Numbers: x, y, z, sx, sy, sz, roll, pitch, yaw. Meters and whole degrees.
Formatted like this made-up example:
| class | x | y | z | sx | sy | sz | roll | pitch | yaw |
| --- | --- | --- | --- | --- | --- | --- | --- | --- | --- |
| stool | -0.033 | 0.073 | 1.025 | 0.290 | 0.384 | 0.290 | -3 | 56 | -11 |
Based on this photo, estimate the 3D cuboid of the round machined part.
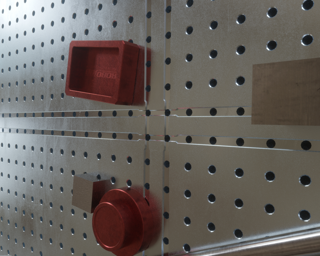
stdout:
| class | x | y | z | sx | sy | sz | roll | pitch | yaw |
| --- | --- | --- | --- | --- | --- | --- | --- | --- | --- |
| round machined part | -0.060 | 0.137 | 0.446 | 0.098 | 0.042 | 0.097 | 0 | 90 | 39 |

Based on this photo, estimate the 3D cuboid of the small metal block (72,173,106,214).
| class | x | y | z | sx | sy | sz | roll | pitch | yaw |
| --- | --- | --- | --- | --- | --- | --- | --- | --- | --- |
| small metal block | -0.116 | 0.105 | 0.502 | 0.050 | 0.025 | 0.050 | 9 | 95 | 39 |

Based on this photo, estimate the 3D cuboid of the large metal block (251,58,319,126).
| class | x | y | z | sx | sy | sz | roll | pitch | yaw |
| --- | --- | --- | --- | --- | --- | --- | --- | --- | --- |
| large metal block | 0.133 | -0.027 | 0.263 | 0.080 | 0.081 | 0.050 | 2 | 91 | 39 |

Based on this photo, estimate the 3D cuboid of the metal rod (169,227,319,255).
| class | x | y | z | sx | sy | sz | roll | pitch | yaw |
| --- | --- | --- | --- | --- | --- | --- | --- | --- | --- |
| metal rod | 0.079 | 0.142 | 0.342 | 0.299 | 0.025 | 0.025 | -28 | 73 | 36 |

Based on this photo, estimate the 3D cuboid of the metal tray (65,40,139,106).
| class | x | y | z | sx | sy | sz | roll | pitch | yaw |
| --- | --- | --- | --- | --- | --- | --- | --- | --- | --- |
| metal tray | -0.094 | -0.088 | 0.480 | 0.130 | 0.030 | 0.089 | 13 | 98 | 39 |
